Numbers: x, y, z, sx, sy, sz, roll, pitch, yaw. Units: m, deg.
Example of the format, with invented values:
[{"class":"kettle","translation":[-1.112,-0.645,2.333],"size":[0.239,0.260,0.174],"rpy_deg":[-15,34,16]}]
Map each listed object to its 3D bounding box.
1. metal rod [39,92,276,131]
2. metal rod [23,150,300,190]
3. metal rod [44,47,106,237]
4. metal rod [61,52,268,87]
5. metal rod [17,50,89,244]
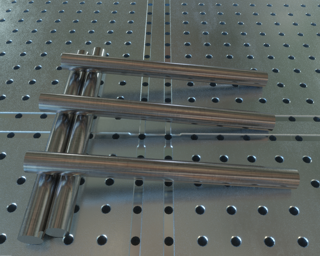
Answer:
[{"class":"metal rod","translation":[0.000,-0.021,0.405],"size":[0.302,0.025,0.025],"rpy_deg":[5,50,-4]},{"class":"metal rod","translation":[0.007,0.048,0.349],"size":[0.302,0.025,0.025],"rpy_deg":[4,50,-5]},{"class":"metal rod","translation":[-0.103,-0.008,0.412],"size":[0.025,0.025,0.300],"rpy_deg":[1,50,0]},{"class":"metal rod","translation":[0.010,-0.086,0.461],"size":[0.302,0.025,0.025],"rpy_deg":[4,50,-5]},{"class":"metal rod","translation":[-0.128,-0.002,0.407],"size":[0.025,0.025,0.300],"rpy_deg":[1,50,0]}]
